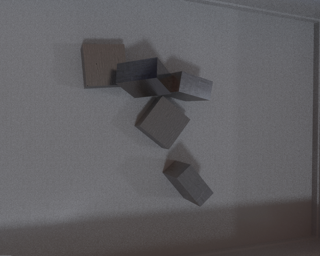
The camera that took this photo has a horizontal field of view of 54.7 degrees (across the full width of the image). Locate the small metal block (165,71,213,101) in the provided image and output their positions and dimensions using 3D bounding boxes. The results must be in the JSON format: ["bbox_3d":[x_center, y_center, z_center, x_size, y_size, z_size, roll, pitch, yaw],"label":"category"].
[{"bbox_3d":[0.032,-0.053,0.405,0.050,0.050,0.025,11,86,-33],"label":"small metal block"}]

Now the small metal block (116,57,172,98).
[{"bbox_3d":[-0.018,-0.059,0.371,0.050,0.050,0.025,-5,74,20],"label":"small metal block"}]

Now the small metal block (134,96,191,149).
[{"bbox_3d":[0.003,-0.007,0.413,0.050,0.025,0.050,40,77,-16],"label":"small metal block"}]

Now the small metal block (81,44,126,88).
[{"bbox_3d":[-0.070,-0.076,0.385,0.050,0.025,0.050,-6,92,-20],"label":"small metal block"}]

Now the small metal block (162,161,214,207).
[{"bbox_3d":[0.036,0.072,0.412,0.025,0.050,0.050,-42,104,-15],"label":"small metal block"}]
